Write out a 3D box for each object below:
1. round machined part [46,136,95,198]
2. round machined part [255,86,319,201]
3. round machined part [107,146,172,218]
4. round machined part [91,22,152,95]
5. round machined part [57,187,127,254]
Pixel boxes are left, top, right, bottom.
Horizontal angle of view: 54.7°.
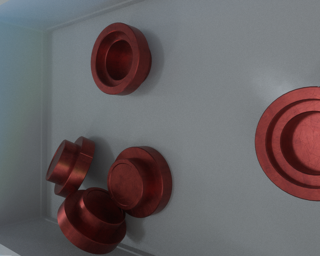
[{"bbox_3d":[-0.144,0.057,0.484,0.098,0.042,0.098,-46,28,34],"label":"round machined part"},{"bbox_3d":[0.141,0.013,0.279,0.098,0.042,0.097,0,90,40],"label":"round machined part"},{"bbox_3d":[-0.035,0.074,0.425,0.098,0.042,0.097,0,90,40],"label":"round machined part"},{"bbox_3d":[-0.050,-0.094,0.438,0.098,0.042,0.097,0,90,40],"label":"round machined part"},{"bbox_3d":[-0.088,0.121,0.433,0.098,0.099,0.042,47,110,29],"label":"round machined part"}]
